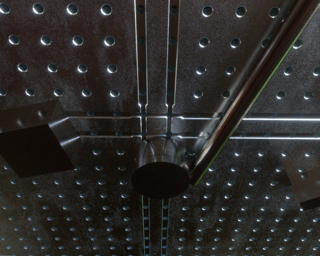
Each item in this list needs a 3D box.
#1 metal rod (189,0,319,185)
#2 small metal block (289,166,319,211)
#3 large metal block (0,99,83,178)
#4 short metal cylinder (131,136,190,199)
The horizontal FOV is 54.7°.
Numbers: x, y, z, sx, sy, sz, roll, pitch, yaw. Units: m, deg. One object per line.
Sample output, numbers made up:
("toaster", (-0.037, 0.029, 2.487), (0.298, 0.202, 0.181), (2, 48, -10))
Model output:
("metal rod", (0.100, -0.029, 0.387), (0.025, 0.025, 0.298), (16, 129, -13))
("small metal block", (0.235, 0.093, 0.477), (0.050, 0.050, 0.025), (-25, 126, 19))
("large metal block", (-0.159, 0.016, 0.407), (0.080, 0.050, 0.080), (-10, 130, 8))
("short metal cylinder", (0.001, 0.057, 0.444), (0.081, 0.050, 0.079), (0, 130, 0))
